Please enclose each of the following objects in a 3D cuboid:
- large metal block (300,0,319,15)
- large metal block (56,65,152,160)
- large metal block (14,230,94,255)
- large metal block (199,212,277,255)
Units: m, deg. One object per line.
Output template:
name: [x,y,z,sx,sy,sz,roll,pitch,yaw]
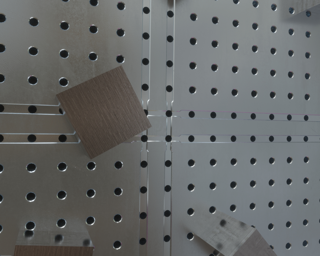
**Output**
large metal block: [0.276,-0.231,0.500,0.081,0.050,0.080,-2,91,-20]
large metal block: [-0.069,-0.019,0.374,0.080,0.050,0.080,-29,100,-18]
large metal block: [-0.126,0.166,0.353,0.081,0.050,0.080,9,87,-20]
large metal block: [0.112,0.172,0.425,0.050,0.080,0.080,-42,103,-15]
